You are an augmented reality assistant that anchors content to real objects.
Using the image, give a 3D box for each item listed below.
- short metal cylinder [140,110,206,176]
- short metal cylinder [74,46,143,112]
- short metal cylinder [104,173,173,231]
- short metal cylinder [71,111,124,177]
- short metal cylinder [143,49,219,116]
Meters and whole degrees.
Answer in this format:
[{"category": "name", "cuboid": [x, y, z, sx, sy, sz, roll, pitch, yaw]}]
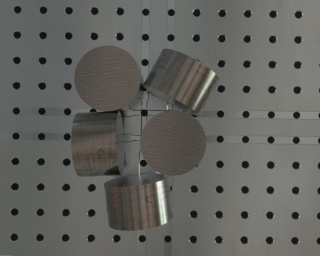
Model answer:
[{"category": "short metal cylinder", "cuboid": [0.016, 0.018, 0.401, 0.081, 0.050, 0.079, 0, 91, -1]}, {"category": "short metal cylinder", "cuboid": [-0.063, -0.060, 0.400, 0.080, 0.050, 0.079, 0, 90, 1]}, {"category": "short metal cylinder", "cuboid": [-0.026, 0.089, 0.385, 0.080, 0.080, 0.050, -6, 91, 0]}, {"category": "short metal cylinder", "cuboid": [-0.074, 0.020, 0.386, 0.050, 0.080, 0.080, -2, 90, -1]}, {"category": "short metal cylinder", "cuboid": [0.026, -0.056, 0.386, 0.080, 0.080, 0.050, 28, 89, 0]}]
